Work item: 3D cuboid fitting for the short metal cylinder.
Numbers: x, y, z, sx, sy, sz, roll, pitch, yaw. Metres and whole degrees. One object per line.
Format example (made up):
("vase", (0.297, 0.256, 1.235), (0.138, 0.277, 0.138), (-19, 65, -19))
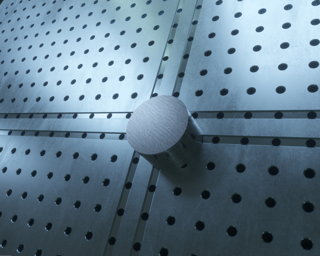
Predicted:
("short metal cylinder", (0.006, 0.006, 0.384), (0.080, 0.050, 0.080), (-13, 56, 20))
